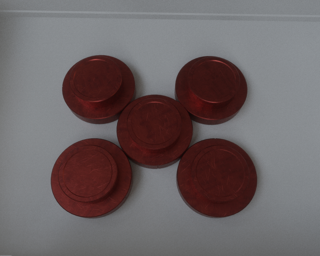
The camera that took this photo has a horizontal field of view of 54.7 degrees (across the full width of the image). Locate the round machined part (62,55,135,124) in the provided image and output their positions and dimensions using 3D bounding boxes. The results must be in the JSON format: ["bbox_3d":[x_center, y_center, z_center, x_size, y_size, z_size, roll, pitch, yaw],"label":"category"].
[{"bbox_3d":[-0.083,-0.058,0.419,0.099,0.042,0.098,0,70,-1],"label":"round machined part"}]

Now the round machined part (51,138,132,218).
[{"bbox_3d":[-0.084,0.059,0.377,0.099,0.042,0.098,0,70,-1],"label":"round machined part"}]

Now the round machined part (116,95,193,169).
[{"bbox_3d":[-0.007,0.000,0.398,0.099,0.042,0.098,0,70,-1],"label":"round machined part"}]

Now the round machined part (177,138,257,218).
[{"bbox_3d":[0.070,0.058,0.379,0.099,0.042,0.098,0,70,-1],"label":"round machined part"}]

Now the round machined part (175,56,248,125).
[{"bbox_3d":[0.070,-0.057,0.421,0.099,0.042,0.098,0,70,-1],"label":"round machined part"}]
